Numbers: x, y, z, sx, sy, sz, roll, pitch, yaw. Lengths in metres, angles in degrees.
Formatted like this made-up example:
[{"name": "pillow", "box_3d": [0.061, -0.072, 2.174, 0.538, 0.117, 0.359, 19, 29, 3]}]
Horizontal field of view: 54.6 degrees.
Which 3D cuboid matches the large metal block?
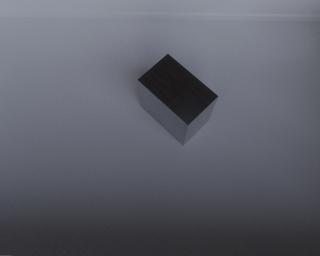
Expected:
[{"name": "large metal block", "box_3d": [0.020, -0.032, 0.393, 0.080, 0.080, 0.050, 43, 76, 14]}]
